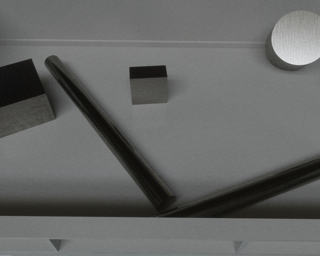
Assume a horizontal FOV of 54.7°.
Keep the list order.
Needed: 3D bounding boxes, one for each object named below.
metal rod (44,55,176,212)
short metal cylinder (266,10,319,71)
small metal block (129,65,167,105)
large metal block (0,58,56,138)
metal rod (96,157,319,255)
[{"bbox_3d":[-0.082,-0.011,0.412,0.025,0.025,0.300,-29,56,-23],"label":"metal rod"},{"bbox_3d":[0.209,-0.132,0.476,0.080,0.050,0.079,0,91,9],"label":"short metal cylinder"},{"bbox_3d":[-0.016,-0.060,0.439,0.050,0.050,0.025,-4,50,-4],"label":"small metal block"},{"bbox_3d":[-0.199,-0.041,0.421,0.081,0.050,0.080,-21,54,-18],"label":"large metal block"},{"bbox_3d":[0.082,0.078,0.340,0.302,0.025,0.025,-16,52,-14],"label":"metal rod"}]
